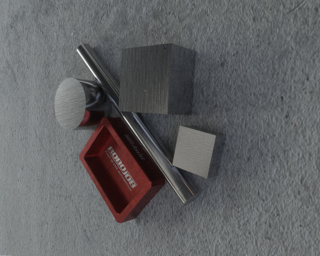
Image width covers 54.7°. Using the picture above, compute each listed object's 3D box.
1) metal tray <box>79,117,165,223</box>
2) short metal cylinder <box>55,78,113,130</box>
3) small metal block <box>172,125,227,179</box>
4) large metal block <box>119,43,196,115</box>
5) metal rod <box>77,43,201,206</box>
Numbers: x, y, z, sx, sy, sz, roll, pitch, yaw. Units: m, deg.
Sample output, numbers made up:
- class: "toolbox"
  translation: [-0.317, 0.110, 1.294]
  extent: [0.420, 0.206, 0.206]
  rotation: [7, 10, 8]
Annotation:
- class: "metal tray"
  translation: [-0.060, 0.058, 0.450]
  extent: [0.130, 0.030, 0.090]
  rotation: [52, 120, 27]
- class: "short metal cylinder"
  translation: [-0.121, -0.036, 0.487]
  extent: [0.080, 0.050, 0.079]
  rotation: [0, 90, 39]
- class: "small metal block"
  translation: [0.046, 0.027, 0.367]
  extent: [0.050, 0.025, 0.050]
  rotation: [17, 101, 38]
- class: "large metal block"
  translation: [-0.004, -0.058, 0.392]
  extent: [0.080, 0.050, 0.079]
  rotation: [6, 94, 39]
- class: "metal rod"
  translation: [-0.043, -0.021, 0.439]
  extent: [0.025, 0.025, 0.300]
  rotation: [-52, 60, 27]
